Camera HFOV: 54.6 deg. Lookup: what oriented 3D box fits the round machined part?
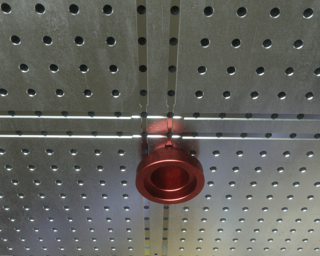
[{"bbox_3d":[0.014,0.066,0.457,0.099,0.042,0.097,0,130,0],"label":"round machined part"}]
